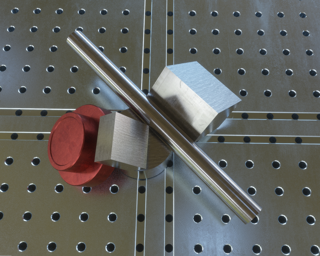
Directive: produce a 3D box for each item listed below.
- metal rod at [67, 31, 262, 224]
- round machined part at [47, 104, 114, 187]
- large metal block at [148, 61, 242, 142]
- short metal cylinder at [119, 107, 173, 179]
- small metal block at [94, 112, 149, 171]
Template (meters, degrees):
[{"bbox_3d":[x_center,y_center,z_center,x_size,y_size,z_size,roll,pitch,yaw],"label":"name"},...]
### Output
[{"bbox_3d":[-0.006,-0.011,0.359,0.025,0.025,0.300,-42,75,-14],"label":"metal rod"},{"bbox_3d":[-0.094,0.019,0.364,0.098,0.042,0.098,-12,70,36],"label":"round machined part"},{"bbox_3d":[0.043,-0.035,0.385,0.080,0.050,0.080,44,33,14],"label":"large metal block"},{"bbox_3d":[-0.024,0.020,0.387,0.081,0.050,0.080,0,70,0],"label":"short metal cylinder"},{"bbox_3d":[-0.040,0.016,0.333,0.025,0.050,0.050,-13,65,38],"label":"small metal block"}]
